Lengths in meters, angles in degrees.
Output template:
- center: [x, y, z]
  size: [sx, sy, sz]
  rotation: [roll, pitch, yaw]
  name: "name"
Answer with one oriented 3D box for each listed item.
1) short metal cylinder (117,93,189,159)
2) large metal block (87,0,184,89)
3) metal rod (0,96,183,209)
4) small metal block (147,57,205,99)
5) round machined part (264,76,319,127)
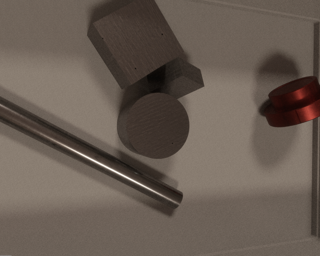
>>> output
- center: [-0.010, -0.003, 0.395]
  size: [0.081, 0.050, 0.079]
  rotation: [0, 90, -20]
  name: "short metal cylinder"
- center: [-0.031, -0.106, 0.386]
  size: [0.080, 0.050, 0.080]
  rotation: [-35, 102, -17]
  name: "large metal block"
- center: [-0.100, 0.025, 0.374]
  size: [0.301, 0.025, 0.025]
  rotation: [31, 80, -18]
  name: "metal rod"
- center: [0.020, -0.060, 0.393]
  size: [0.050, 0.050, 0.025]
  rotation: [14, 60, -51]
  name: "small metal block"
- center: [0.197, -0.042, 0.446]
  size: [0.099, 0.098, 0.042]
  rotation: [-29, 100, -18]
  name: "round machined part"
